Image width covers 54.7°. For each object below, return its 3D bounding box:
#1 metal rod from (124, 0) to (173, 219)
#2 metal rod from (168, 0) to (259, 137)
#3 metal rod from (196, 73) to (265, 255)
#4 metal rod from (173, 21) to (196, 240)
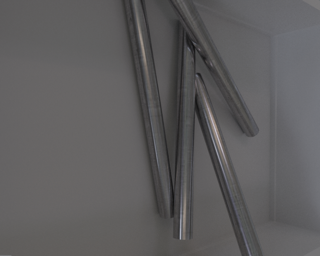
[{"bbox_3d":[-0.011,-0.030,0.396,0.025,0.025,0.298,-15,100,-39],"label":"metal rod"},{"bbox_3d":[0.085,-0.083,0.449,0.300,0.025,0.025,50,61,-38],"label":"metal rod"},{"bbox_3d":[0.085,0.062,0.396,0.025,0.025,0.299,4,62,-40],"label":"metal rod"},{"bbox_3d":[0.034,-0.008,0.416,0.025,0.025,0.298,10,78,-40],"label":"metal rod"}]
